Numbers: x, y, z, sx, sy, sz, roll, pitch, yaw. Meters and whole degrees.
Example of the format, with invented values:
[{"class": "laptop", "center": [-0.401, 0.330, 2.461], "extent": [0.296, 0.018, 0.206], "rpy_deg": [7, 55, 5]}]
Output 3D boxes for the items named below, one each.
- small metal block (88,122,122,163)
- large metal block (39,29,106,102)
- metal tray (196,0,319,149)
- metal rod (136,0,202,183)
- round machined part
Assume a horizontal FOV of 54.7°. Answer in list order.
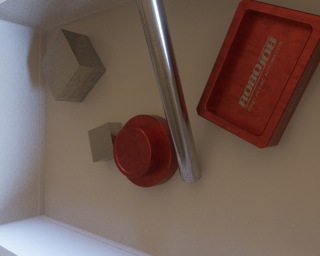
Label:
[{"class": "small metal block", "center": [-0.080, 0.022, 0.470], "extent": [0.050, 0.025, 0.050], "rpy_deg": [-20, 78, 38]}, {"class": "large metal block", "center": [-0.144, -0.099, 0.507], "extent": [0.080, 0.050, 0.080], "rpy_deg": [-44, 64, 31]}, {"class": "metal tray", "center": [0.101, -0.055, 0.318], "extent": [0.090, 0.030, 0.129], "rpy_deg": [32, 110, 35]}, {"class": "metal rod", "center": [0.003, -0.073, 0.318], "extent": [0.025, 0.025, 0.298], "rpy_deg": [6, 121, 39]}, {"class": "round machined part", "center": [-0.024, 0.031, 0.414], "extent": [0.098, 0.042, 0.097], "rpy_deg": [0, 90, 39]}]
